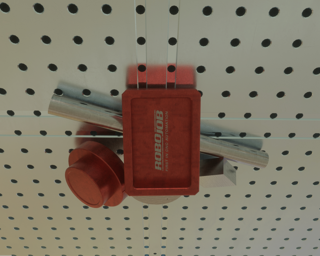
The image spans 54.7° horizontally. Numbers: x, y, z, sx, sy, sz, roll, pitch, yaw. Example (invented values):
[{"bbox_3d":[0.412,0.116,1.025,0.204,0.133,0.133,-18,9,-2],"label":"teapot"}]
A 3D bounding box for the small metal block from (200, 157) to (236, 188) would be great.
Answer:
[{"bbox_3d":[0.078,0.066,0.449,0.050,0.025,0.050,-11,148,30],"label":"small metal block"}]

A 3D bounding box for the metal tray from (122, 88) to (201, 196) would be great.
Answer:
[{"bbox_3d":[0.002,0.017,0.379,0.091,0.030,0.129,-1,101,-1],"label":"metal tray"}]

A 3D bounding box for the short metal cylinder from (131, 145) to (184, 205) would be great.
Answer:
[{"bbox_3d":[-0.005,0.066,0.446,0.081,0.050,0.079,0,130,0],"label":"short metal cylinder"}]

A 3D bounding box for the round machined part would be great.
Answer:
[{"bbox_3d":[-0.090,0.070,0.424,0.098,0.042,0.097,20,130,26],"label":"round machined part"}]

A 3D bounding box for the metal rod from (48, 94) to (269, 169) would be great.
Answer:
[{"bbox_3d":[0.008,0.009,0.414,0.302,0.025,0.025,15,129,-13],"label":"metal rod"}]
